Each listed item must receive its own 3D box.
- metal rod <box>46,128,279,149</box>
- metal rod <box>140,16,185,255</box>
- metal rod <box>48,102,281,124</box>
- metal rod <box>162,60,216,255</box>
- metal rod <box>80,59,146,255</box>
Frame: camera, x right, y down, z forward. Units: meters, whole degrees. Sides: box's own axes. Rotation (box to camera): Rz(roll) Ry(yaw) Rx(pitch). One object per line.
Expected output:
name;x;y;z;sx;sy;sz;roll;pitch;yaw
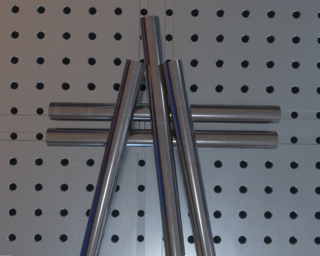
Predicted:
metal rod;0.003;0.014;0.414;0.302;0.025;0.025;1;90;-1
metal rod;0.003;0.012;0.389;0.025;0.025;0.298;-6;90;0
metal rod;0.007;-0.020;0.414;0.302;0.025;0.025;1;90;-1
metal rod;0.042;0.065;0.395;0.025;0.025;0.298;-11;97;0
metal rod;-0.066;0.063;0.394;0.025;0.025;0.298;14;97;-1
